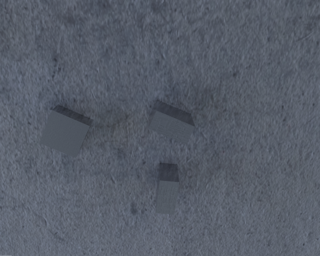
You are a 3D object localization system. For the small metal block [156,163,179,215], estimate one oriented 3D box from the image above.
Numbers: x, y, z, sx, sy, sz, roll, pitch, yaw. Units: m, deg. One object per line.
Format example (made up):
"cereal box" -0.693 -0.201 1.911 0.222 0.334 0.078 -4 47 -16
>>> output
"small metal block" 0.009 0.083 0.427 0.025 0.050 0.050 6 110 -3

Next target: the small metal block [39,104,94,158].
"small metal block" -0.123 0.004 0.410 0.050 0.025 0.050 24 108 -9

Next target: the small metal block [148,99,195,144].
"small metal block" 0.014 -0.009 0.393 0.050 0.050 0.025 22 109 -9
